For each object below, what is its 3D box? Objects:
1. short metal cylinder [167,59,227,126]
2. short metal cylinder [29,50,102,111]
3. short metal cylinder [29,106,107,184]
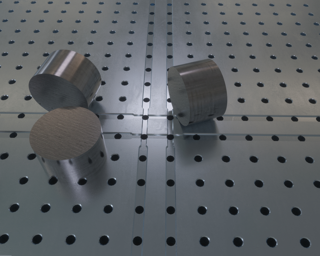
[{"bbox_3d":[0.047,-0.047,0.412,0.050,0.080,0.080,-15,52,-12],"label":"short metal cylinder"},{"bbox_3d":[-0.127,-0.058,0.420,0.080,0.080,0.050,10,51,8],"label":"short metal cylinder"},{"bbox_3d":[-0.108,0.020,0.374,0.081,0.050,0.080,0,50,0],"label":"short metal cylinder"}]
